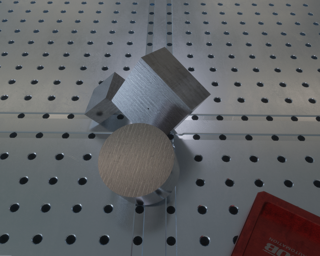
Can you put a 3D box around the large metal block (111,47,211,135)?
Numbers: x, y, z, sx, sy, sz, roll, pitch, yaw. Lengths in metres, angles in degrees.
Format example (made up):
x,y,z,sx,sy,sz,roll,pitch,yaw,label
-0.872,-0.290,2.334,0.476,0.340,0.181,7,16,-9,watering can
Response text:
x,y,z,sx,sy,sz,roll,pitch,yaw,label
0.000,-0.037,0.379,0.080,0.080,0.050,47,42,4,large metal block

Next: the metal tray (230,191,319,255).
x,y,z,sx,sy,sz,roll,pitch,yaw,label
0.140,0.129,0.296,0.130,0.030,0.090,24,54,19,metal tray

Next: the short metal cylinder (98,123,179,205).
x,y,z,sx,sy,sz,roll,pitch,yaw,label
-0.021,0.041,0.342,0.080,0.050,0.080,-4,66,8,short metal cylinder

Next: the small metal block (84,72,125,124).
x,y,z,sx,sy,sz,roll,pitch,yaw,label
-0.072,-0.041,0.423,0.025,0.050,0.050,36,44,-28,small metal block
